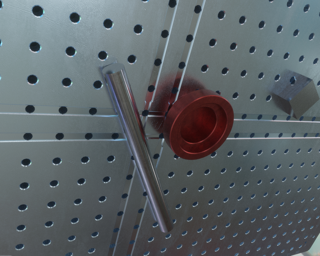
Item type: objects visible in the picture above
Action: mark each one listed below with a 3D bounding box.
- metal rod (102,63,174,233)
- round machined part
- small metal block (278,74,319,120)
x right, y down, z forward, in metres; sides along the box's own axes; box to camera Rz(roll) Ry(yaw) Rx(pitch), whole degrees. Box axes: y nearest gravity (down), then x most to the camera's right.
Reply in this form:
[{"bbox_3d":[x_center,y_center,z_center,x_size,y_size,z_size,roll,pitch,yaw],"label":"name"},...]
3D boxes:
[{"bbox_3d":[-0.020,0.049,0.432,0.025,0.025,0.298,-25,128,-13],"label":"metal rod"},{"bbox_3d":[0.048,-0.008,0.423,0.099,0.042,0.097,-14,125,-21],"label":"round machined part"},{"bbox_3d":[0.228,-0.051,0.508,0.050,0.025,0.050,-43,130,1],"label":"small metal block"}]
